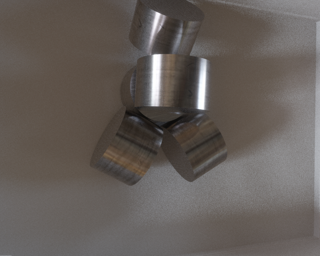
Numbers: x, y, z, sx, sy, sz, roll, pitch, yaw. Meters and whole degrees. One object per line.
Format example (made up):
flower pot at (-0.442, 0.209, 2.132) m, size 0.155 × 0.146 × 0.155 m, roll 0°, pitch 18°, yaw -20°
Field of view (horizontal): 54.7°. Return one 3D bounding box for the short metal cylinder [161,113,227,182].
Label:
short metal cylinder at (0.039, 0.021, 0.394) m, size 0.050 × 0.080 × 0.080 m, roll -30°, pitch 100°, yaw -17°

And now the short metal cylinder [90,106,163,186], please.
short metal cylinder at (-0.040, 0.021, 0.365) m, size 0.050 × 0.080 × 0.080 m, roll 31°, pitch 80°, yaw -17°

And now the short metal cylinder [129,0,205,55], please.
short metal cylinder at (0.007, -0.124, 0.375) m, size 0.081 × 0.080 × 0.050 m, roll 4°, pitch 131°, yaw -20°

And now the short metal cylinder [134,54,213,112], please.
short metal cylinder at (0.014, -0.044, 0.331) m, size 0.081 × 0.080 × 0.050 m, roll 3°, pitch 89°, yaw -20°

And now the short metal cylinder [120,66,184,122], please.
short metal cylinder at (-0.005, -0.047, 0.392) m, size 0.081 × 0.050 × 0.080 m, roll 0°, pitch 90°, yaw -20°
